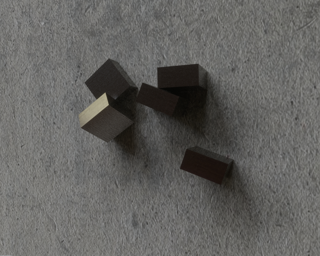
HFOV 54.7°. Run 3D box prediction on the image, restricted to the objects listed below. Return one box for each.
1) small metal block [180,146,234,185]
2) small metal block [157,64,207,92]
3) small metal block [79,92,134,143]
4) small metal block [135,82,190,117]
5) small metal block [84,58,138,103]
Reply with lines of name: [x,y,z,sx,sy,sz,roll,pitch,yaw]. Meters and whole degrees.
small metal block: [0.058,0.044,0.375,0.050,0.050,0.025,20,97,19]
small metal block: [0.029,-0.061,0.385,0.050,0.050,0.025,-1,89,20]
small metal block: [-0.072,-0.013,0.418,0.050,0.050,0.025,-37,47,16]
small metal block: [0.005,-0.035,0.394,0.050,0.050,0.025,23,98,18]
small metal block: [-0.068,-0.060,0.433,0.050,0.025,0.050,-41,77,15]
